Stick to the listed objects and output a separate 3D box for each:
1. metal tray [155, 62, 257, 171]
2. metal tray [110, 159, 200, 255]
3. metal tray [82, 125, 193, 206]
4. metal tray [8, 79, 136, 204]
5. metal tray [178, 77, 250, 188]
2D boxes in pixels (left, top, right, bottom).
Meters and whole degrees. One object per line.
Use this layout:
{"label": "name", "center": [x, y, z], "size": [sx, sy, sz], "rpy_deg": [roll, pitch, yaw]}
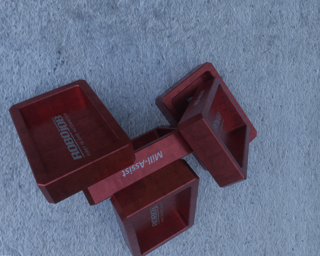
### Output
{"label": "metal tray", "center": [0.067, -0.014, 0.433], "size": [0.090, 0.030, 0.130], "rpy_deg": [-40, 103, -16]}
{"label": "metal tray", "center": [-0.002, 0.100, 0.364], "size": [0.091, 0.030, 0.129], "rpy_deg": [-26, 144, -18]}
{"label": "metal tray", "center": [-0.033, 0.037, 0.364], "size": [0.131, 0.090, 0.030], "rpy_deg": [-26, 99, -18]}
{"label": "metal tray", "center": [-0.095, 0.005, 0.325], "size": [0.091, 0.130, 0.030], "rpy_deg": [-26, 138, -19]}
{"label": "metal tray", "center": [0.073, -0.001, 0.379], "size": [0.090, 0.030, 0.130], "rpy_deg": [54, 29, -13]}
